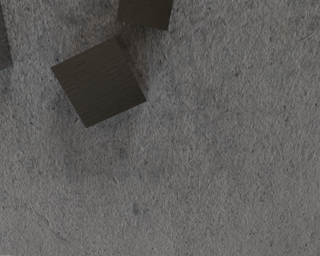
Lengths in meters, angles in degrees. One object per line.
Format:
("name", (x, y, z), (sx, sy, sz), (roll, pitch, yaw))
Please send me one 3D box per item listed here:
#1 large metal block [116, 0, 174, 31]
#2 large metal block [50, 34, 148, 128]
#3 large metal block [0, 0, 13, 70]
("large metal block", (-0.010, -0.150, 0.325), (0.050, 0.080, 0.079), (11, 110, -4))
("large metal block", (-0.068, -0.058, 0.374), (0.080, 0.050, 0.080), (-24, 109, 8))
("large metal block", (-0.212, -0.101, 0.341), (0.050, 0.080, 0.079), (-2, 110, 1))
